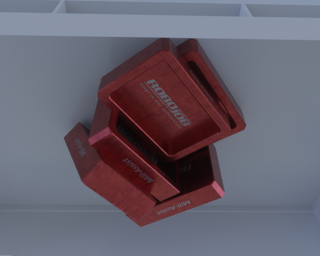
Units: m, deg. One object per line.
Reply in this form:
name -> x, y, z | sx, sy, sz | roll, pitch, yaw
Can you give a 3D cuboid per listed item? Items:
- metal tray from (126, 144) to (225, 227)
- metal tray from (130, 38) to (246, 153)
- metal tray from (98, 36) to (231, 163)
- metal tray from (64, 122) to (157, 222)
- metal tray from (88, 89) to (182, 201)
metal tray -> 0.017, 0.072, 0.426 | 0.130, 0.090, 0.030 | -26, 126, 20
metal tray -> 0.036, -0.032, 0.379 | 0.090, 0.030, 0.130 | -26, 125, 22
metal tray -> 0.008, -0.024, 0.344 | 0.090, 0.030, 0.130 | -29, 124, 22
metal tray -> -0.065, 0.049, 0.381 | 0.030, 0.130, 0.090 | -47, 121, -3
metal tray -> -0.024, 0.019, 0.379 | 0.030, 0.090, 0.130 | -30, 124, 22
